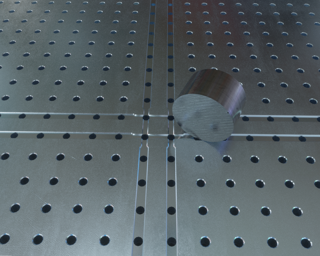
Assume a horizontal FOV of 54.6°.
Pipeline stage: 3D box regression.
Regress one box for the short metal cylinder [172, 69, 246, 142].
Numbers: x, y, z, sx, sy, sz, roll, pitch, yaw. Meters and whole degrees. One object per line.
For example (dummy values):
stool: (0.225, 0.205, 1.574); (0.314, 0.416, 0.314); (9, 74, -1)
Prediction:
short metal cylinder: (0.063, -0.028, 0.396); (0.080, 0.080, 0.050); (21, 53, 17)
